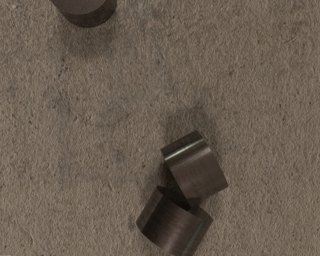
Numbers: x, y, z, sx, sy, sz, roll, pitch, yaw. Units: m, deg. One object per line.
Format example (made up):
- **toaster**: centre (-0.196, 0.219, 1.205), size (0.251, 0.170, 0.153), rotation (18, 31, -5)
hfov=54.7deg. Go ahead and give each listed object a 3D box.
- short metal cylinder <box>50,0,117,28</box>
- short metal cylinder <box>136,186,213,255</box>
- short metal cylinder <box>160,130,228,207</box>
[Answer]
- **short metal cylinder**: centre (-0.098, -0.176, 0.396), size (0.081, 0.050, 0.079), rotation (0, 90, -1)
- **short metal cylinder**: centre (0.018, 0.114, 0.383), size (0.080, 0.080, 0.050), rotation (30, 90, -1)
- **short metal cylinder**: centre (0.042, 0.049, 0.383), size (0.050, 0.080, 0.080), rotation (-28, 90, 0)
